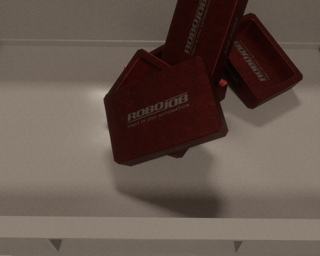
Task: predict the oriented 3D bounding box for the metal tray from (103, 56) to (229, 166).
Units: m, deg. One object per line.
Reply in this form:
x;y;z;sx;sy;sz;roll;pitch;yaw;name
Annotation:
0.003;-0.016;0.359;0.130;0.030;0.090;-19;71;19;metal tray

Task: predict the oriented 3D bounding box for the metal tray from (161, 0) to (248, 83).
0.059;-0.137;0.430;0.090;0.129;0.030;26;16;33;metal tray

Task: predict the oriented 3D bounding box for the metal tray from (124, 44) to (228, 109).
0.021;-0.068;0.459;0.091;0.030;0.130;-36;59;-27;metal tray

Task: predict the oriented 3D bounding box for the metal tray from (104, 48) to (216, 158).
-0.001;-0.034;0.399;0.130;0.030;0.090;37;95;27;metal tray

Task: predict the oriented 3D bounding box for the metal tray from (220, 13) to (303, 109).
0.137;-0.102;0.461;0.091;0.030;0.130;-27;76;-21;metal tray
